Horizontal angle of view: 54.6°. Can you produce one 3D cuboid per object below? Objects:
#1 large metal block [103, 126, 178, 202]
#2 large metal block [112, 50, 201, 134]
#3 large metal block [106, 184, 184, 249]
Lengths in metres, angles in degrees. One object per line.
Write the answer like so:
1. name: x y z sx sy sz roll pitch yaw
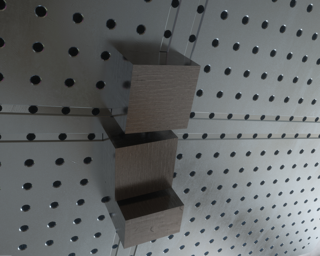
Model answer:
1. large metal block: -0.028 0.040 0.404 0.081 0.050 0.079 -9 122 -24
2. large metal block: -0.007 -0.043 0.364 0.081 0.050 0.079 -5 121 -26
3. large metal block: -0.024 0.108 0.429 0.081 0.080 0.050 -8 122 -24
